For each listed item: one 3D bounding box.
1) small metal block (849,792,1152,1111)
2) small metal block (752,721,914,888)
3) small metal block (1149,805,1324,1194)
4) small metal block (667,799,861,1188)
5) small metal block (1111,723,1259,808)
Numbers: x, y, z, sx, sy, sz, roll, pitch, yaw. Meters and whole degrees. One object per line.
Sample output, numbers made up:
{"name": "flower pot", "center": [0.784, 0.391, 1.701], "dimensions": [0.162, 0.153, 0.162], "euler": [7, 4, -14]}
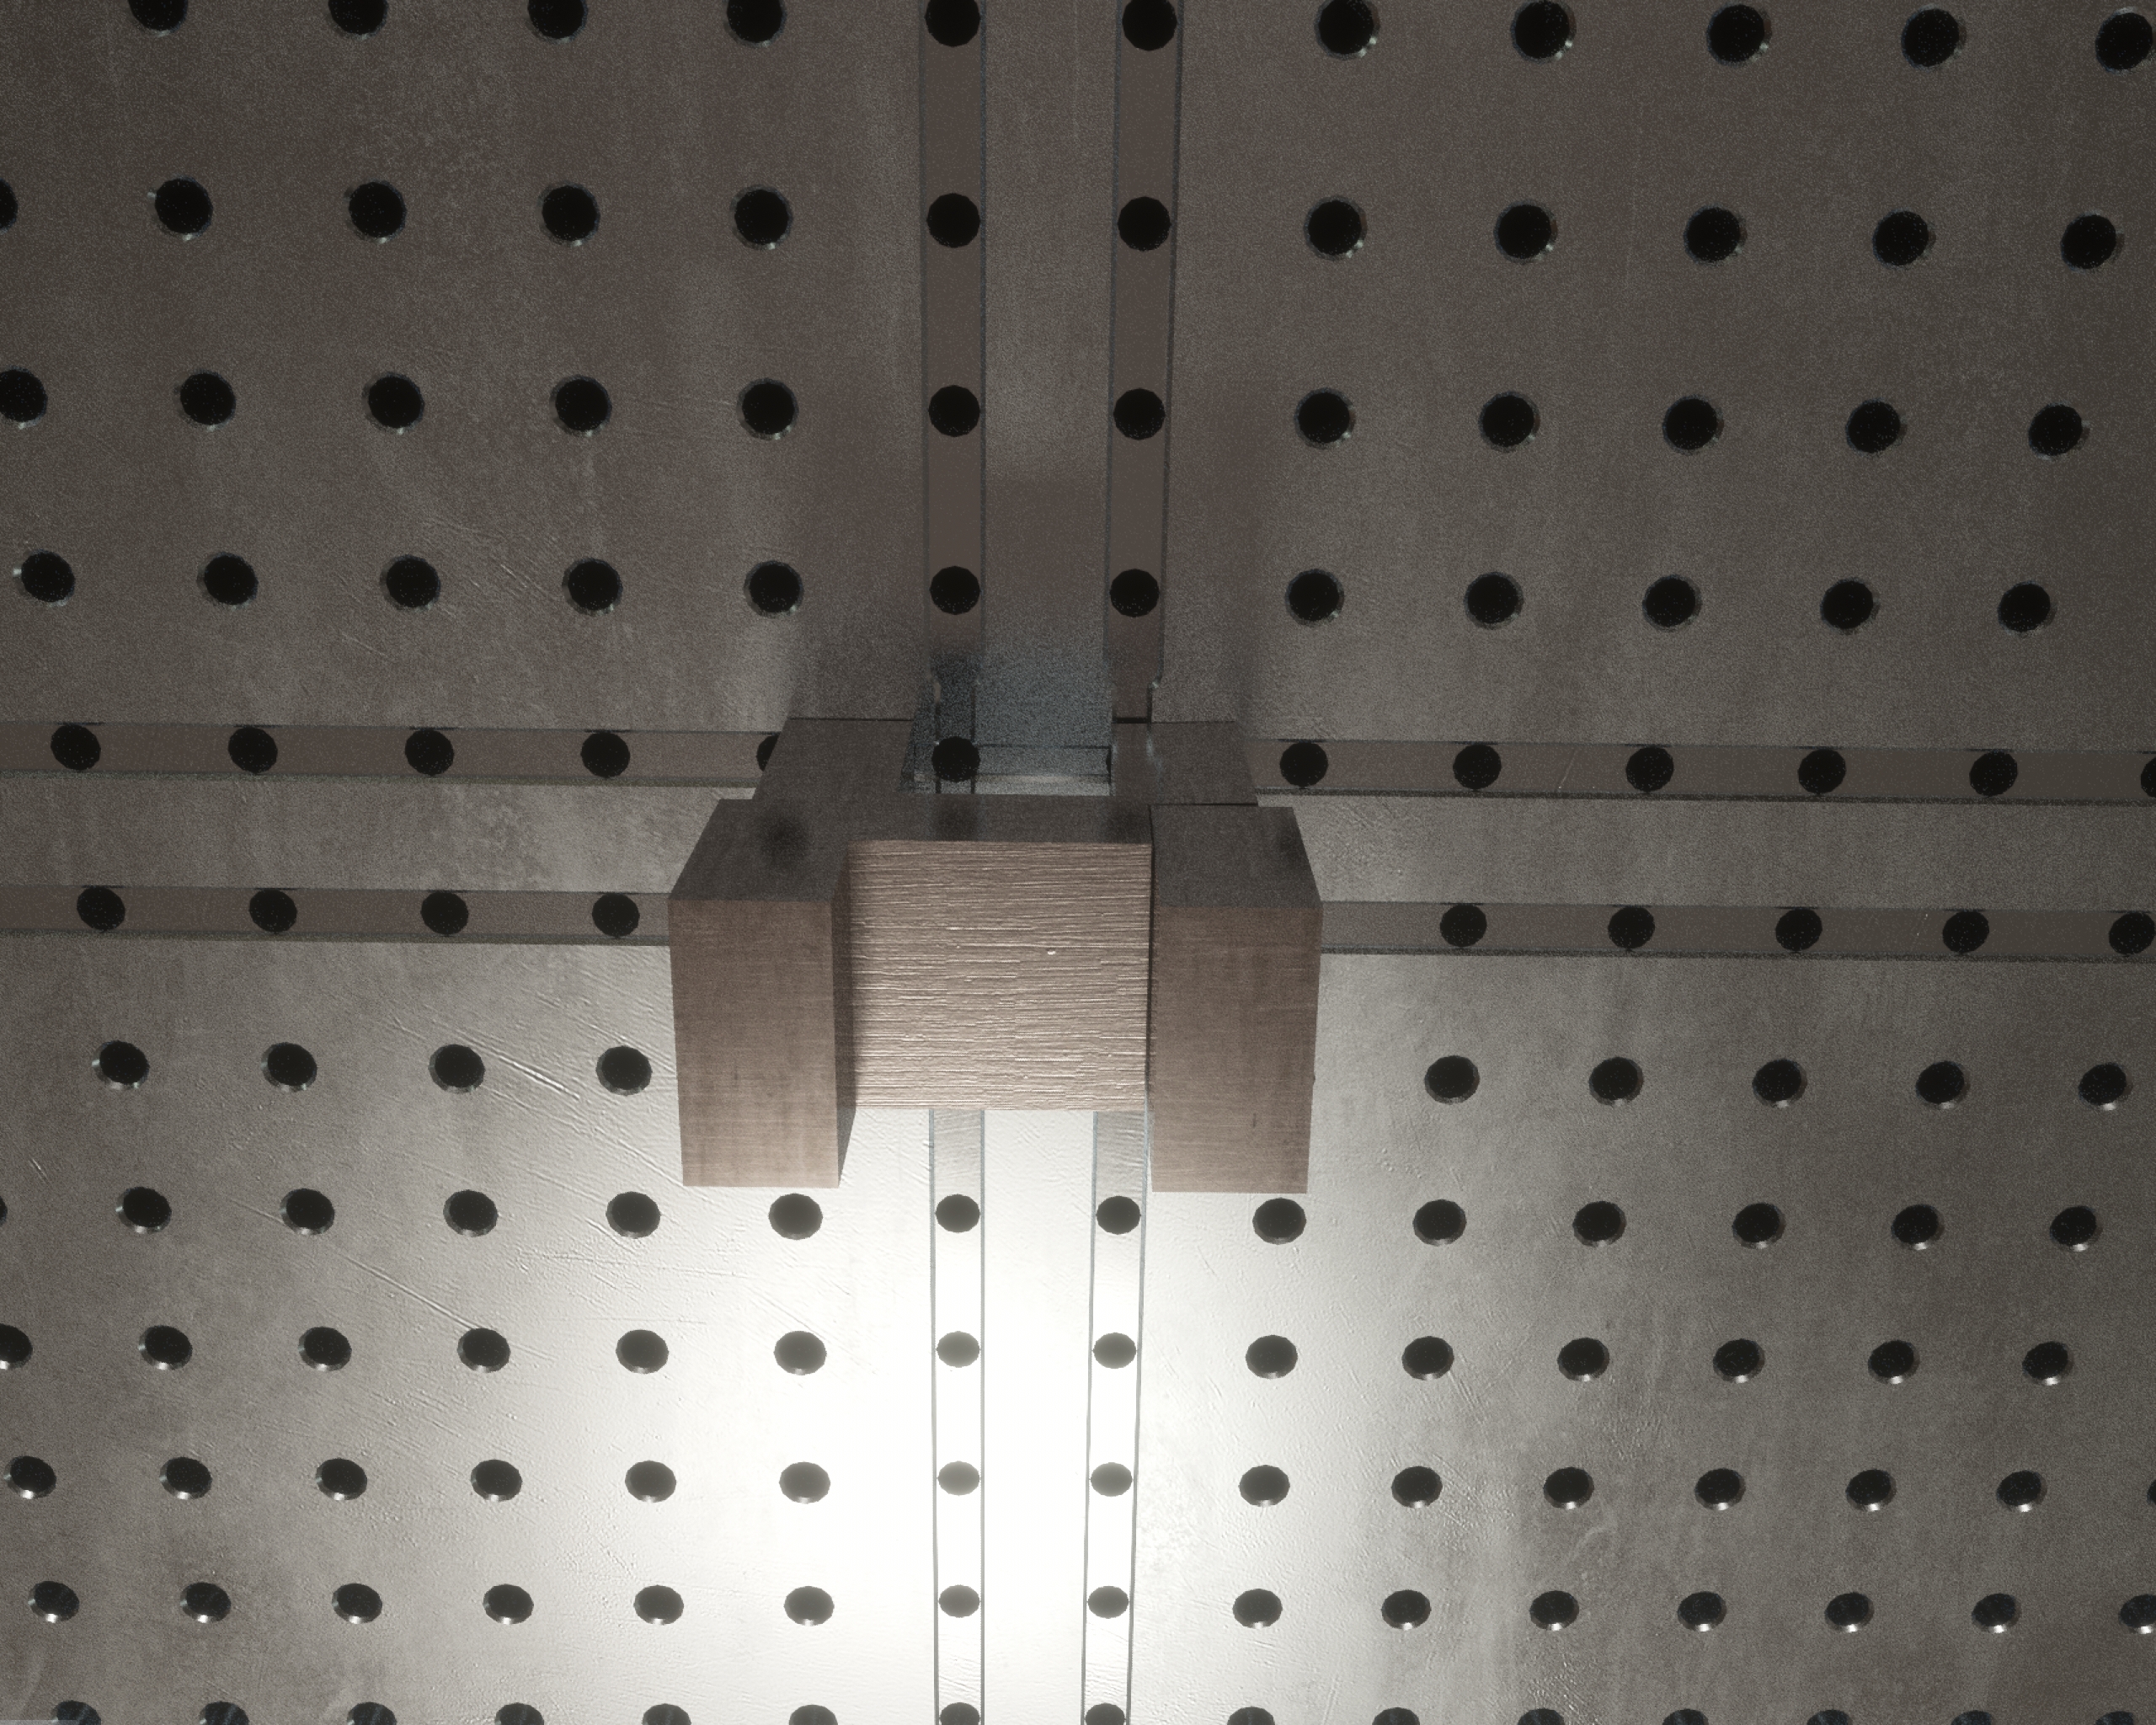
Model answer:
{"name": "small metal block", "center": [-0.013, 0.016, 0.366], "dimensions": [0.050, 0.025, 0.050], "euler": [1, 110, -1]}
{"name": "small metal block", "center": [-0.046, 0.004, 0.400], "dimensions": [0.025, 0.050, 0.050], "euler": [1, 110, -1]}
{"name": "small metal block", "center": [0.025, 0.022, 0.354], "dimensions": [0.025, 0.050, 0.050], "euler": [1, 110, 0]}
{"name": "small metal block", "center": [-0.051, 0.021, 0.353], "dimensions": [0.025, 0.050, 0.050], "euler": [1, 110, 0]}
{"name": "small metal block", "center": [0.020, 0.004, 0.401], "dimensions": [0.025, 0.050, 0.050], "euler": [-1, 110, 0]}
